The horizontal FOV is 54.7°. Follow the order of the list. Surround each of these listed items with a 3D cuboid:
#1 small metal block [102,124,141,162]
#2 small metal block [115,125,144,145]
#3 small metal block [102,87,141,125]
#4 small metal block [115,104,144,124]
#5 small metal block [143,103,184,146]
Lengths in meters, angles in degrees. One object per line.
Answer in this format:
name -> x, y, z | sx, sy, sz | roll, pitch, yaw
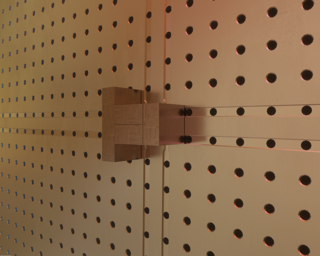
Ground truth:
small metal block -> -0.053, 0.020, 0.434 | 0.025, 0.050, 0.050 | 0, 90, 40
small metal block -> -0.024, 0.008, 0.410 | 0.050, 0.050, 0.025 | 0, 90, 39
small metal block -> -0.053, -0.030, 0.434 | 0.025, 0.050, 0.050 | 0, 90, 40
small metal block -> -0.024, -0.017, 0.410 | 0.050, 0.050, 0.025 | 0, 90, 39
small metal block -> 0.005, -0.004, 0.386 | 0.025, 0.050, 0.050 | 0, 90, 40
